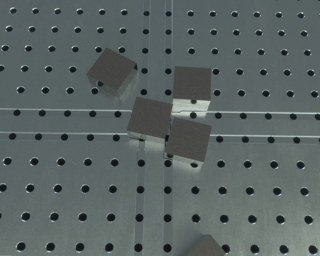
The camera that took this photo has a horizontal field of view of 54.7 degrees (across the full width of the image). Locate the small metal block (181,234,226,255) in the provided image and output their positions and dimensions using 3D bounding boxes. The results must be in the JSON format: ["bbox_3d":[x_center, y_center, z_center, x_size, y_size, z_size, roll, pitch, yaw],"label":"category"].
[{"bbox_3d":[0.042,0.146,0.346,0.050,0.050,0.025,-38,75,-13],"label":"small metal block"}]

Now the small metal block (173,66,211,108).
[{"bbox_3d":[0.044,-0.057,0.433,0.050,0.025,0.050,4,70,1],"label":"small metal block"}]

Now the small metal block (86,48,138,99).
[{"bbox_3d":[-0.067,-0.078,0.439,0.050,0.025,0.050,29,72,9],"label":"small metal block"}]

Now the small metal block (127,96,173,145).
[{"bbox_3d":[-0.013,-0.010,0.415,0.050,0.025,0.050,12,70,4],"label":"small metal block"}]

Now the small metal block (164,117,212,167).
[{"bbox_3d":[0.037,0.018,0.406,0.050,0.025,0.050,14,70,4],"label":"small metal block"}]
